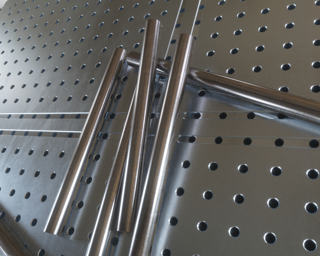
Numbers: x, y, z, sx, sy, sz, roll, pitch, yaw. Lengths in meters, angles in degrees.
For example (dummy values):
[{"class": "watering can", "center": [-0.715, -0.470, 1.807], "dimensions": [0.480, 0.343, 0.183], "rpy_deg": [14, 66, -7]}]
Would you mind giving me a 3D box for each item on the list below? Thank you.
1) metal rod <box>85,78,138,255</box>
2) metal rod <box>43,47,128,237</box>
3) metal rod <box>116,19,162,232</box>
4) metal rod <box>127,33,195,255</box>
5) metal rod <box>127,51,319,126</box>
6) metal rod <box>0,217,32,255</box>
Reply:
[{"class": "metal rod", "center": [-0.051, 0.053, 0.403], "dimensions": [0.025, 0.025, 0.300], "rpy_deg": [-1, 61, 28]}, {"class": "metal rod", "center": [-0.102, 0.004, 0.460], "dimensions": [0.025, 0.025, 0.300], "rpy_deg": [1, 62, 29]}, {"class": "metal rod", "center": [-0.024, -0.018, 0.412], "dimensions": [0.025, 0.025, 0.299], "rpy_deg": [-5, 65, 26]}, {"class": "metal rod", "center": [0.005, 0.016, 0.377], "dimensions": [0.025, 0.025, 0.299], "rpy_deg": [2, 68, 29]}, {"class": "metal rod", "center": [0.066, -0.062, 0.412], "dimensions": [0.300, 0.025, 0.025], "rpy_deg": [24, 75, 36]}, {"class": "metal rod", "center": [-0.194, 0.163, 0.411], "dimensions": [0.300, 0.025, 0.025], "rpy_deg": [25, 75, 36]}]
